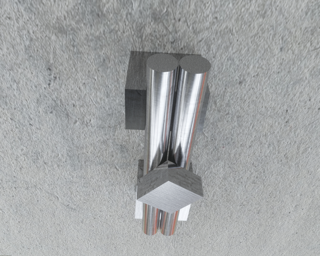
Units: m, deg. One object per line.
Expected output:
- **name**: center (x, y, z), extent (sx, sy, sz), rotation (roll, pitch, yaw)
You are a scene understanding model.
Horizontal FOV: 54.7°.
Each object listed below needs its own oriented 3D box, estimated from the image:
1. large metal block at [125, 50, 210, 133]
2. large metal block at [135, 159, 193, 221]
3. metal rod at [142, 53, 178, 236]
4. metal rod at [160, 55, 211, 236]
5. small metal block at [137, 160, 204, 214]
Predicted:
- **large metal block**: center (0.006, -0.042, 0.338), extent (0.081, 0.080, 0.050), rotation (3, 130, -3)
- **large metal block**: center (0.005, 0.096, 0.473), extent (0.081, 0.050, 0.079), rotation (4, 130, -4)
- **metal rod**: center (-0.006, 0.049, 0.354), extent (0.025, 0.025, 0.298), rotation (2, 137, -2)
- **metal rod**: center (0.020, 0.050, 0.356), extent (0.025, 0.025, 0.298), rotation (2, 137, -2)
- **small metal block**: center (0.010, 0.066, 0.336), extent (0.050, 0.025, 0.050), rotation (30, 130, -30)
